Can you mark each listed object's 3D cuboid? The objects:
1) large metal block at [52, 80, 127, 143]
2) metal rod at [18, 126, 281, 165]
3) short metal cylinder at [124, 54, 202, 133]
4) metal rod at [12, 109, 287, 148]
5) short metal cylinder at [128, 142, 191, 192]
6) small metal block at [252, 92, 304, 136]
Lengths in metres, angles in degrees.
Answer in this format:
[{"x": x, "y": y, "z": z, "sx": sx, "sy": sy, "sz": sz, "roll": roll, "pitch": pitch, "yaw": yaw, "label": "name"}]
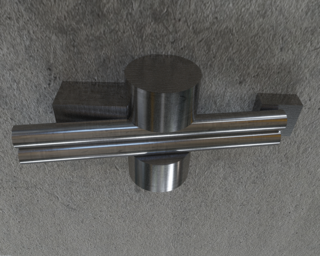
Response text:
[{"x": -0.079, "y": -0.010, "z": 0.383, "sx": 0.081, "sy": 0.050, "sz": 0.079, "roll": 1, "pitch": 130, "yaw": -2, "label": "large metal block"}, {"x": -0.005, "y": 0.019, "z": 0.366, "sx": 0.302, "sy": 0.025, "sz": 0.025, "roll": -4, "pitch": 131, "yaw": -8, "label": "metal rod"}, {"x": 0.003, "y": -0.040, "z": 0.339, "sx": 0.081, "sy": 0.080, "sz": 0.050, "roll": 1, "pitch": 130, "yaw": -1, "label": "short metal cylinder"}, {"x": -0.004, "y": 0.000, "z": 0.350, "sx": 0.302, "sy": 0.025, "sz": 0.025, "roll": -4, "pitch": 131, "yaw": -8, "label": "metal rod"}, {"x": -0.001, "y": 0.036, "z": 0.403, "sx": 0.081, "sy": 0.080, "sz": 0.050, "roll": 1, "pitch": 130, "yaw": -1, "label": "short metal cylinder"}, {"x": 0.146, "y": -0.017, "z": 0.396, "sx": 0.050, "sy": 0.025, "sz": 0.050, "roll": 2, "pitch": 130, "yaw": -2, "label": "small metal block"}]
